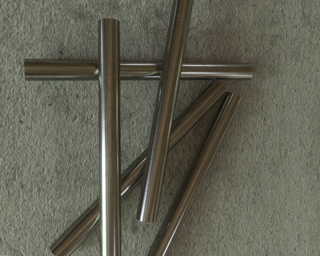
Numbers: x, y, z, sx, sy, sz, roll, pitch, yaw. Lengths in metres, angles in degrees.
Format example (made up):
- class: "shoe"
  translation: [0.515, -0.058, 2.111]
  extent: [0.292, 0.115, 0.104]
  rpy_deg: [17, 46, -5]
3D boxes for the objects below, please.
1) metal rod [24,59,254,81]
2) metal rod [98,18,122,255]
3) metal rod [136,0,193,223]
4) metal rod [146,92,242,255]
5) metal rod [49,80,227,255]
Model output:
- class: "metal rod"
  translation: [-0.012, -0.075, 0.404]
  extent: [0.303, 0.025, 0.025]
  rpy_deg: [-3, 91, -20]
- class: "metal rod"
  translation: [-0.058, 0.026, 0.359]
  extent: [0.025, 0.025, 0.298]
  rpy_deg: [0, 90, -20]
- class: "metal rod"
  translation: [0.008, -0.036, 0.384]
  extent: [0.025, 0.025, 0.298]
  rpy_deg: [11, 86, -20]
- class: "metal rod"
  translation: [0.039, 0.085, 0.423]
  extent: [0.025, 0.025, 0.299]
  rpy_deg: [30, 80, -18]
- class: "metal rod"
  translation: [-0.018, 0.045, 0.402]
  extent: [0.301, 0.025, 0.025]
  rpy_deg: [-45, 104, -14]
